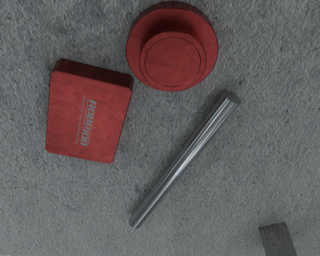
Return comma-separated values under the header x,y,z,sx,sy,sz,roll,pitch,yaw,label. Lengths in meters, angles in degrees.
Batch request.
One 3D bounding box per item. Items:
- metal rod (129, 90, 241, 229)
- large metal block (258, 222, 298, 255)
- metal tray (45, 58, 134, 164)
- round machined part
x,y,z,sx,sy,sz,roll,pitch,yaw,label
0.022,0.065,0.462,0.025,0.025,0.298,20,127,-17,metal rod
0.225,0.235,0.573,0.050,0.080,0.080,-18,128,15,large metal block
-0.091,-0.015,0.390,0.091,0.030,0.129,12,129,-11,metal tray
0.013,-0.078,0.329,0.099,0.042,0.097,0,130,0,round machined part
